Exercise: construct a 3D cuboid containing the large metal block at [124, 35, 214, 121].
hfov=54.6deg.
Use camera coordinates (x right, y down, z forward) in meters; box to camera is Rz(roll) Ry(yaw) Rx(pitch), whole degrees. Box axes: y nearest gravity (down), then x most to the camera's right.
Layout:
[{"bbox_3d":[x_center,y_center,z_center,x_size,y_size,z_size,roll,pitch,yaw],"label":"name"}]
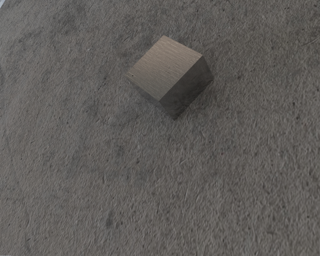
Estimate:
[{"bbox_3d":[0.012,-0.070,0.425,0.080,0.050,0.080,-47,51,-5],"label":"large metal block"}]
